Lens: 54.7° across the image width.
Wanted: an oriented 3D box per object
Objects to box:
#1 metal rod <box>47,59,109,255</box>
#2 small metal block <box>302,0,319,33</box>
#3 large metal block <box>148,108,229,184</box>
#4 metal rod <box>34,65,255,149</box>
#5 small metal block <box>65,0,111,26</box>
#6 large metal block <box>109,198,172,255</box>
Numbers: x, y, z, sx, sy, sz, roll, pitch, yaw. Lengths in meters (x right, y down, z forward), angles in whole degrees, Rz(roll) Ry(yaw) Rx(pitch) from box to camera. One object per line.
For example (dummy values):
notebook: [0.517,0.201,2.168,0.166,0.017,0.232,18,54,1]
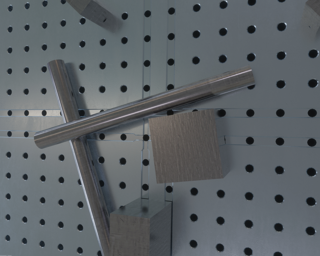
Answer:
metal rod: [-0.112,0.043,0.452,0.025,0.025,0.299,-20,83,19]
small metal block: [0.185,-0.136,0.334,0.050,0.050,0.025,-41,77,15]
large metal block: [0.037,0.022,0.386,0.080,0.050,0.080,-8,87,19]
metal rod: [-0.030,-0.023,0.407,0.301,0.025,0.025,-16,85,13]
small metal block: [-0.106,-0.176,0.437,0.050,0.050,0.025,46,104,14]
large metal block: [-0.022,0.140,0.391,0.050,0.080,0.080,1,91,20]
